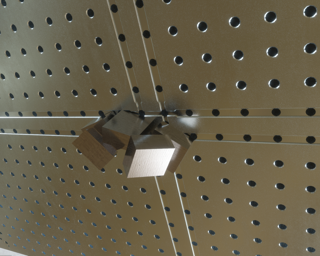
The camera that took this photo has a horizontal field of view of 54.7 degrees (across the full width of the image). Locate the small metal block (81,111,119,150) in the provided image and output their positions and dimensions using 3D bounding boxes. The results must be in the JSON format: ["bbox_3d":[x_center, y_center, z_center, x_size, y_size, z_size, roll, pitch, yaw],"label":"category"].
[{"bbox_3d":[-0.080,0.009,0.457,0.050,0.025,0.050,-21,108,35],"label":"small metal block"}]

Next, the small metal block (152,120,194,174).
[{"bbox_3d":[0.011,0.026,0.421,0.050,0.025,0.050,31,128,7],"label":"small metal block"}]

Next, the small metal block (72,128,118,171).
[{"bbox_3d":[-0.086,0.027,0.419,0.025,0.050,0.050,-45,94,1],"label":"small metal block"}]

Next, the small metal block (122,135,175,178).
[{"bbox_3d":[-0.015,0.035,0.389,0.050,0.025,0.050,0,131,-25],"label":"small metal block"}]

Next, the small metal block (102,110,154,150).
[{"bbox_3d":[-0.043,0.004,0.418,0.050,0.050,0.025,17,125,18],"label":"small metal block"}]
